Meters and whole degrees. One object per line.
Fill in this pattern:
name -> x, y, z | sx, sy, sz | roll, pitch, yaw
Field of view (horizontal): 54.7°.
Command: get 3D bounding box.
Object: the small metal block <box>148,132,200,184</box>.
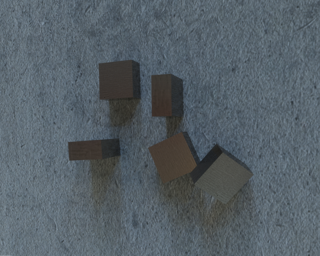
small metal block -> 0.020, 0.038, 0.402 | 0.050, 0.025, 0.050 | -26, 81, 18

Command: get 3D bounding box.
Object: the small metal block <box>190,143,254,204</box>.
small metal block -> 0.073, 0.055, 0.371 | 0.050, 0.025, 0.050 | 35, 103, -18

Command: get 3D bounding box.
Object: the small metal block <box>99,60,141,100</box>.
small metal block -> -0.056, -0.065, 0.429 | 0.050, 0.025, 0.050 | -2, 89, 20

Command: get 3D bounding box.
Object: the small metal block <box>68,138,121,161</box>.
small metal block -> -0.089, 0.029, 0.427 | 0.050, 0.050, 0.025 | -4, 89, 20

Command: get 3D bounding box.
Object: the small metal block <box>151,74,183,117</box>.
small metal block -> 0.010, -0.039, 0.392 | 0.025, 0.050, 0.050 | -1, 90, 20
